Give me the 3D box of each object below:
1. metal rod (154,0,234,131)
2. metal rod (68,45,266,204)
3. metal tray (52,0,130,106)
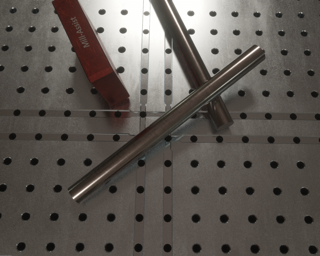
[{"bbox_3d":[0.033,-0.133,0.460,0.025,0.025,0.299,-20,71,-8],"label":"metal rod"},{"bbox_3d":[0.013,-0.008,0.396,0.301,0.025,0.025,-38,75,-6],"label":"metal rod"},{"bbox_3d":[-0.089,-0.102,0.411,0.030,0.090,0.130,-28,72,0],"label":"metal tray"}]
